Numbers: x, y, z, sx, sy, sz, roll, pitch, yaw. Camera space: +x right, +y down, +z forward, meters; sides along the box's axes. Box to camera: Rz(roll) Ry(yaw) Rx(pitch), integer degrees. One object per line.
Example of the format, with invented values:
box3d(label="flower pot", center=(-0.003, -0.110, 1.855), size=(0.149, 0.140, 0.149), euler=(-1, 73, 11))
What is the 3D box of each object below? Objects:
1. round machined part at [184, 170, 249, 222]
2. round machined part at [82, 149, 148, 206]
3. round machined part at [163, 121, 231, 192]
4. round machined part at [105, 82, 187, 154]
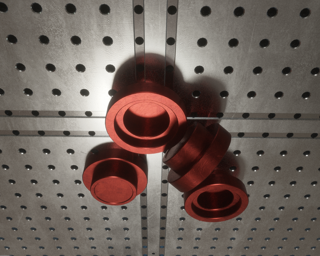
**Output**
box3d(label="round machined part", center=(0.086, 0.104, 0.491), size=(0.099, 0.042, 0.097), euler=(-1, 130, 0))
box3d(label="round machined part", center=(-0.068, 0.080, 0.468), size=(0.099, 0.042, 0.097), euler=(-1, 130, 0))
box3d(label="round machined part", center=(0.041, 0.030, 0.394), size=(0.042, 0.098, 0.098), euler=(40, 121, -6))
box3d(label="round machined part", center=(-0.017, -0.016, 0.387), size=(0.099, 0.042, 0.097), euler=(0, 130, 0))
